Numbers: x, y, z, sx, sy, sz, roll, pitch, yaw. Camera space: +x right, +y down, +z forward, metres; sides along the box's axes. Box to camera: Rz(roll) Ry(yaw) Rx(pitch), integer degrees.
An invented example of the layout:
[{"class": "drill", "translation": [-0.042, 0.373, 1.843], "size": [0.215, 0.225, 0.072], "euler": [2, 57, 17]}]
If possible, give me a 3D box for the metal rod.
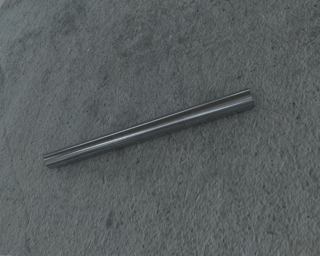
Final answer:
[{"class": "metal rod", "translation": [-0.027, 0.006, 0.414], "size": [0.300, 0.025, 0.025], "euler": [-17, 55, 18]}]
